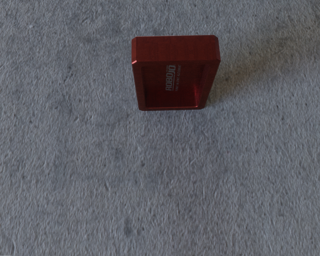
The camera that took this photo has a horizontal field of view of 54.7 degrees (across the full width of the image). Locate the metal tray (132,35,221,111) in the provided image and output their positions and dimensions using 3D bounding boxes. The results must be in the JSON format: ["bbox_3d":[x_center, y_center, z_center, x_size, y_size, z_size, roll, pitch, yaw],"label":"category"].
[{"bbox_3d":[0.016,-0.060,0.375,0.091,0.130,0.030,-2,70,-1],"label":"metal tray"}]
